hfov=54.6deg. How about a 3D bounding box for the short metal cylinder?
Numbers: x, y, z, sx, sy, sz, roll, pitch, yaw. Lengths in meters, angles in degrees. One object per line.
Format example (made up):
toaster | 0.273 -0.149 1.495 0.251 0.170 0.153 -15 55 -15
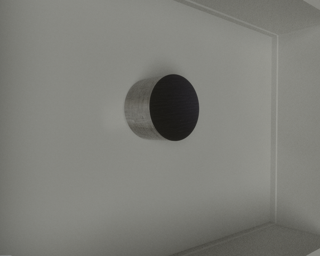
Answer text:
short metal cylinder | 0.003 -0.024 0.389 0.081 0.050 0.080 0 90 -40
